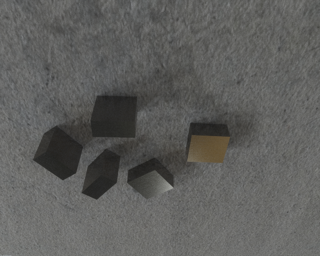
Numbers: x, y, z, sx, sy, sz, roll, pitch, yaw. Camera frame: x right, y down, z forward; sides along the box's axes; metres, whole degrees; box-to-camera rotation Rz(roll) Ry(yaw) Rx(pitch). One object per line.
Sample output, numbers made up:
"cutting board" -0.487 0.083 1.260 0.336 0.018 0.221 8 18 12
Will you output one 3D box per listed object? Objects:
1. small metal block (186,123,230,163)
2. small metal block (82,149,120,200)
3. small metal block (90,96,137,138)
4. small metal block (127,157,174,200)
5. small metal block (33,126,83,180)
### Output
"small metal block" 0.064 0.021 0.426 0.050 0.025 0.050 3 130 -3
"small metal block" -0.084 0.066 0.446 0.025 0.050 0.050 33 123 -25
"small metal block" -0.054 -0.014 0.378 0.050 0.050 0.025 1 130 -2
"small metal block" -0.014 0.078 0.474 0.050 0.025 0.050 -28 125 21
"small metal block" -0.135 0.034 0.417 0.025 0.050 0.050 -29 125 22
